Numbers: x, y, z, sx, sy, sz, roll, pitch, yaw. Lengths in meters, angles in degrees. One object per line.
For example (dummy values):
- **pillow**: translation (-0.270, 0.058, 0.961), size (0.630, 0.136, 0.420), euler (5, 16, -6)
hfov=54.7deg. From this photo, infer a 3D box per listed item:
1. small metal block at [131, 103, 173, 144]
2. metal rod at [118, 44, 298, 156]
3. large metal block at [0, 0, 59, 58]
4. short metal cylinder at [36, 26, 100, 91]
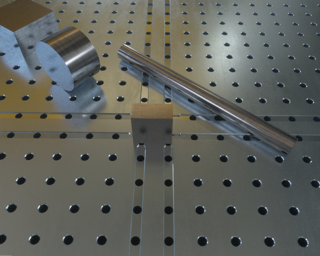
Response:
- **small metal block**: translation (-0.009, -0.005, 0.396), size (0.050, 0.050, 0.025), euler (1, 50, 1)
- **metal rod**: translation (0.053, -0.051, 0.451), size (0.300, 0.025, 0.025), euler (34, 57, 24)
- **large metal block**: translation (-0.236, -0.176, 0.536), size (0.080, 0.050, 0.080), euler (30, 56, 22)
- **short metal cylinder**: translation (-0.135, -0.102, 0.456), size (0.080, 0.080, 0.050), euler (33, 57, 24)
